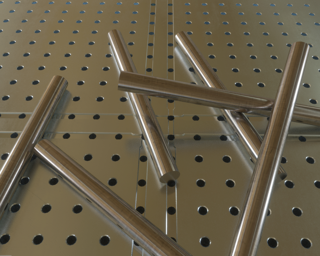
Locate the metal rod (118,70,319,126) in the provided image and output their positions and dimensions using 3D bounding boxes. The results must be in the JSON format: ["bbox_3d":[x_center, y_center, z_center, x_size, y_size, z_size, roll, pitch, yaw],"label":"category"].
[{"bbox_3d":[0.098,-0.034,0.401,0.302,0.025,0.025,10,50,-6],"label":"metal rod"}]

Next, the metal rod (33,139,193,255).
[{"bbox_3d":[-0.031,0.098,0.325,0.300,0.025,0.025,32,57,24],"label":"metal rod"}]

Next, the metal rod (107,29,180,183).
[{"bbox_3d":[-0.034,-0.052,0.451,0.025,0.025,0.300,-14,51,-11],"label":"metal rod"}]

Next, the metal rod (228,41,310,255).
[{"bbox_3d":[0.132,0.015,0.357,0.025,0.025,0.300,18,64,15],"label":"metal rod"}]

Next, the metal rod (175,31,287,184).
[{"bbox_3d":[0.087,-0.049,0.449,0.025,0.025,0.300,-15,52,-12],"label":"metal rod"}]

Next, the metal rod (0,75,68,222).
[{"bbox_3d":[-0.172,0.044,0.369,0.025,0.025,0.300,6,50,5],"label":"metal rod"}]
